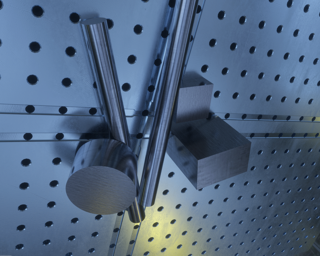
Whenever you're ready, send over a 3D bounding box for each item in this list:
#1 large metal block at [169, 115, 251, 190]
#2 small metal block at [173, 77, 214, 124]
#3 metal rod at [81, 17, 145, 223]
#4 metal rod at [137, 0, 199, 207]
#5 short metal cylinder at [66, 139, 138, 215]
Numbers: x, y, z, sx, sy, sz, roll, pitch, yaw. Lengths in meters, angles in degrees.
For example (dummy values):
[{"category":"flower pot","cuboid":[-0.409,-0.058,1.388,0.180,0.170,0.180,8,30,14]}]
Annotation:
[{"category":"large metal block","cuboid":[0.067,0.031,0.433,0.081,0.080,0.050,-16,125,-20]},{"category":"small metal block","cuboid":[0.040,-0.037,0.412,0.050,0.025,0.050,-10,123,-24]},{"category":"metal rod","cuboid":[-0.050,0.015,0.394,0.025,0.025,0.298,-20,126,-17]},{"category":"metal rod","cuboid":[0.008,-0.033,0.382,0.025,0.025,0.298,-1,114,-29]},{"category":"short metal cylinder","cuboid":[-0.068,0.060,0.378,0.081,0.050,0.079,-1,124,-1]}]
